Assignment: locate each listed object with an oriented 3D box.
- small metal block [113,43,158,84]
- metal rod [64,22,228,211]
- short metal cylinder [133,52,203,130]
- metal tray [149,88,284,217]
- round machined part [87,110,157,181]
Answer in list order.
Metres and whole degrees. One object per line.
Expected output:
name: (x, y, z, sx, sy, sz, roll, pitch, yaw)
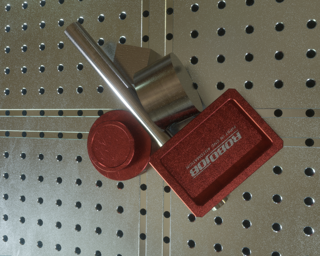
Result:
small metal block: (-0.036, -0.085, 0.425, 0.050, 0.025, 0.050, 14, 95, 19)
metal rod: (-0.021, -0.018, 0.401, 0.025, 0.025, 0.300, -41, 85, 15)
short metal cylinder: (0.011, -0.044, 0.378, 0.050, 0.080, 0.080, -26, 82, 18)
metal tray: (0.064, 0.028, 0.364, 0.130, 0.030, 0.090, -41, 85, -1)
round machined part: (-0.058, 0.023, 0.422, 0.098, 0.042, 0.097, 0, 90, 19)
